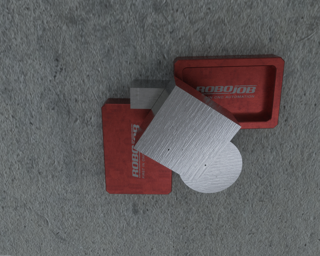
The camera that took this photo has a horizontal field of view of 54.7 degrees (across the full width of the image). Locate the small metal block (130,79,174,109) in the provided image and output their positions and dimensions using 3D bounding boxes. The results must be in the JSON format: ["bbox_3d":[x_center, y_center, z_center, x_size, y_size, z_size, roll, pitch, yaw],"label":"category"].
[{"bbox_3d":[-0.009,-0.043,0.382,0.050,0.050,0.025,1,110,-1],"label":"small metal block"}]

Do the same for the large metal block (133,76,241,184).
[{"bbox_3d":[0.028,0.001,0.344,0.080,0.050,0.080,31,107,-11],"label":"large metal block"}]

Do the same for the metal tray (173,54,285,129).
[{"bbox_3d":[0.083,-0.045,0.392,0.131,0.030,0.089,-2,110,0],"label":"metal tray"}]

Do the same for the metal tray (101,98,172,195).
[{"bbox_3d":[-0.028,0.026,0.419,0.091,0.030,0.129,1,110,0],"label":"metal tray"}]

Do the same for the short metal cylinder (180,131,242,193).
[{"bbox_3d":[0.063,0.039,0.412,0.080,0.050,0.079,0,110,0],"label":"short metal cylinder"}]
